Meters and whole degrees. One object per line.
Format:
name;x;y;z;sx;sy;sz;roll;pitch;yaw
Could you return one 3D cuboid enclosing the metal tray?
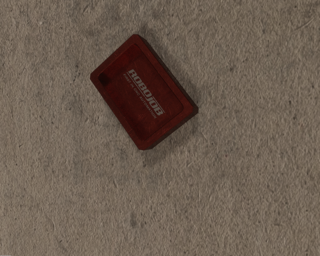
metal tray;-0.023;-0.047;0.413;0.090;0.030;0.130;-39;78;15
